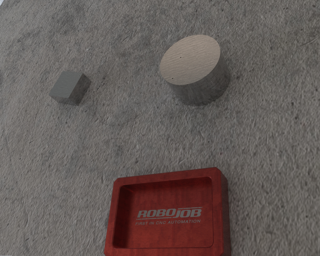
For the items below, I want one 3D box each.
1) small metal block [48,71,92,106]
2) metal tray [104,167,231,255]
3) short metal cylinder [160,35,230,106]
[{"bbox_3d":[-0.152,-0.067,0.525,0.050,0.025,0.050,11,67,32],"label":"small metal block"},{"bbox_3d":[0.007,0.096,0.337,0.130,0.030,0.090,-10,57,22],"label":"metal tray"},{"bbox_3d":[0.047,-0.075,0.410,0.080,0.050,0.080,-13,56,21],"label":"short metal cylinder"}]
